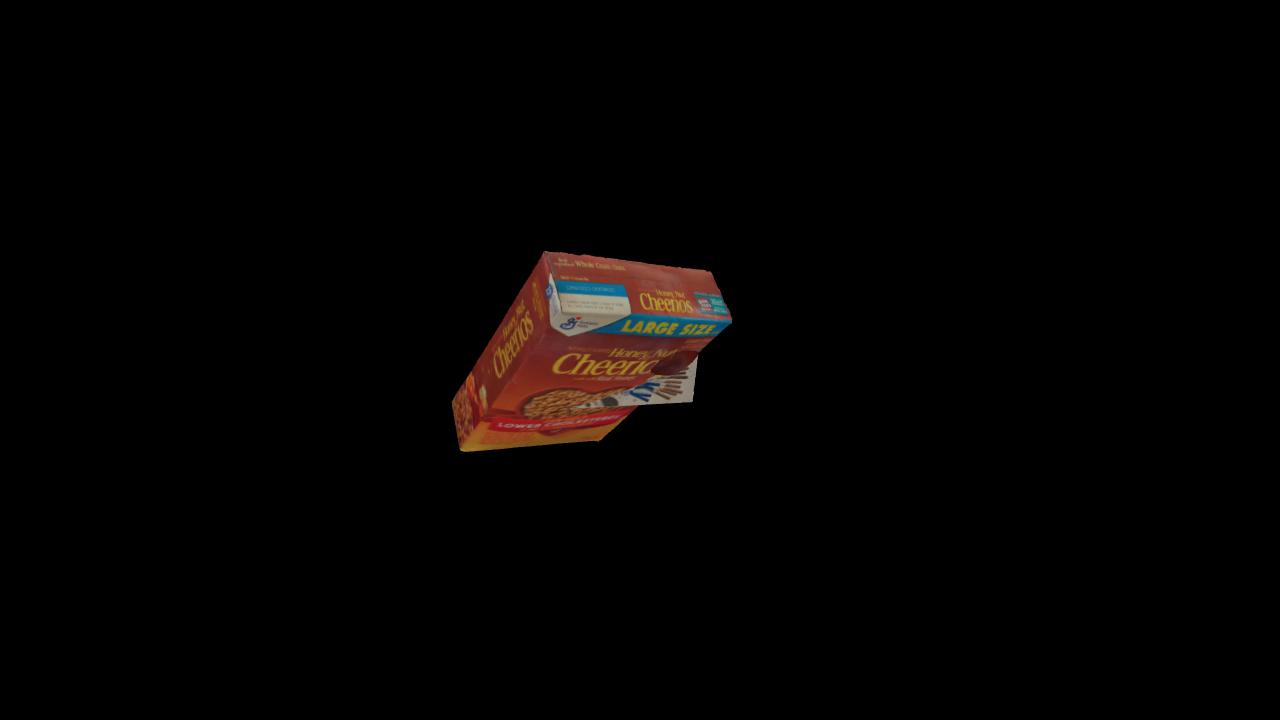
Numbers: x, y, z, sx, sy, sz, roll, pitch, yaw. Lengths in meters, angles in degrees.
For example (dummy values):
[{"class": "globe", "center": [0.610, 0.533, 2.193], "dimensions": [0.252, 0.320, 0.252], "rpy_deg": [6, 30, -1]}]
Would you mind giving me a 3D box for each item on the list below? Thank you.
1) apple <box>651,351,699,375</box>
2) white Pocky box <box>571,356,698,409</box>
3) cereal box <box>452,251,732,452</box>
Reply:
[{"class": "apple", "center": [0.030, -0.024, 0.687], "dimensions": [0.093, 0.079, 0.079], "rpy_deg": [-36, -18, 26]}, {"class": "white Pocky box", "center": [-0.011, 0.012, 0.705], "dimensions": [0.154, 0.084, 0.028], "rpy_deg": [-3, 27, -13]}, {"class": "cereal box", "center": [-0.069, 0.006, 0.696], "dimensions": [0.203, 0.081, 0.306], "rpy_deg": [1, -30, -36]}]
